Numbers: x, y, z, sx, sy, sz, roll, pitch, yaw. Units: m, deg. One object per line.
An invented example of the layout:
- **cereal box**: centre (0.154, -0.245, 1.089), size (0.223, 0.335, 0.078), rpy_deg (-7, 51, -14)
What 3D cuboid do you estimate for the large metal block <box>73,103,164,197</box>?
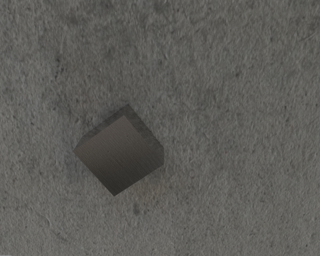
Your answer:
- **large metal block**: centre (-0.051, 0.028, 0.406), size (0.080, 0.050, 0.080), rpy_deg (-34, 107, 12)
